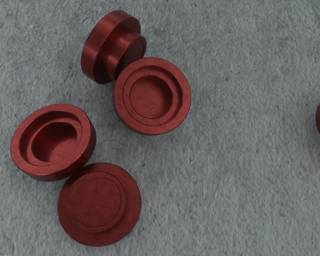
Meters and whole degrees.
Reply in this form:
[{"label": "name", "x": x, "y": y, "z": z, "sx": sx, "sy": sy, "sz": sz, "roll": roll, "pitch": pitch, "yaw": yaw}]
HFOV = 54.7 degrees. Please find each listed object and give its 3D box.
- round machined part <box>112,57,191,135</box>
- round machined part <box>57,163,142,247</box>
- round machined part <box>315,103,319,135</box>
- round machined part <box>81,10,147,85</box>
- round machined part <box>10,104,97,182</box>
[{"label": "round machined part", "x": -0.013, "y": -0.038, "z": 0.402, "sx": 0.099, "sy": 0.042, "sz": 0.097, "roll": 1, "pitch": 85, "yaw": -15}, {"label": "round machined part", "x": -0.072, "y": 0.088, "z": 0.366, "sx": 0.099, "sy": 0.042, "sz": 0.098, "roll": 0, "pitch": 70, "yaw": -1}, {"label": "round machined part", "x": 0.252, "y": -0.005, "z": 0.404, "sx": 0.099, "sy": 0.042, "sz": 0.098, "roll": 0, "pitch": 70, "yaw": -1}, {"label": "round machined part", "x": -0.054, "y": -0.098, "z": 0.405, "sx": 0.042, "sy": 0.098, "sz": 0.098, "roll": 34, "pitch": 73, "yaw": 11}, {"label": "round machined part", "x": -0.126, "y": 0.021, "z": 0.382, "sx": 0.099, "sy": 0.042, "sz": 0.098, "roll": -4, "pitch": 58, "yaw": 6}]
